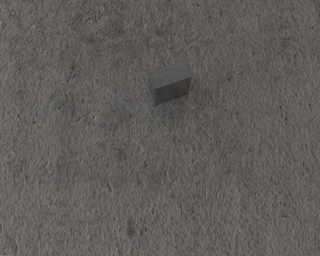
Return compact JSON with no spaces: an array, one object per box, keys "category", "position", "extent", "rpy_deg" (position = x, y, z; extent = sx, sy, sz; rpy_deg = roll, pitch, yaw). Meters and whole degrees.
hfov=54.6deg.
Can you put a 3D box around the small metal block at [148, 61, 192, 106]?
[{"category":"small metal block","position":[0.012,-0.059,0.417],"extent":[0.050,0.050,0.025],"rpy_deg":[-20,71,-7]}]
